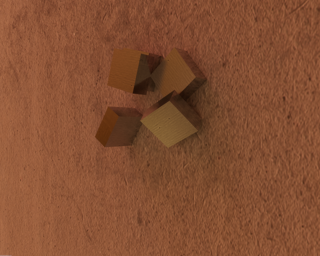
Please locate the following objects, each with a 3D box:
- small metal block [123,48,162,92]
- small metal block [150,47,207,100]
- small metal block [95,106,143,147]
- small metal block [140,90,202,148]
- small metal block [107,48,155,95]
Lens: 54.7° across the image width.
[{"bbox_3d":[-0.030,-0.081,0.430,0.050,0.025,0.050,21,104,38],"label":"small metal block"},{"bbox_3d":[0.022,-0.063,0.387,0.050,0.025,0.050,-45,63,30],"label":"small metal block"},{"bbox_3d":[-0.056,-0.002,0.435,0.025,0.050,0.050,41,115,32],"label":"small metal block"},{"bbox_3d":[0.014,-0.010,0.376,0.050,0.025,0.050,-32,111,35],"label":"small metal block"},{"bbox_3d":[-0.039,-0.074,0.405,0.050,0.025,0.050,21,104,38],"label":"small metal block"}]
